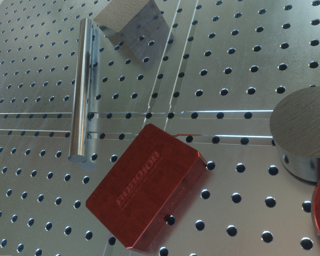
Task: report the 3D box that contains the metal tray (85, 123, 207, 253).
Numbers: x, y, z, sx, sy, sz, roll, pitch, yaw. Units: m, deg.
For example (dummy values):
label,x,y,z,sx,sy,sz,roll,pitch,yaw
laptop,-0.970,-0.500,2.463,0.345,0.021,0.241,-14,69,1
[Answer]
label,x,y,z,sx,sy,sz,roll,pitch,yaw
metal tray,-0.018,0.067,0.372,0.090,0.030,0.130,30,78,37

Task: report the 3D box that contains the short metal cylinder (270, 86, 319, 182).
label,x,y,z,sx,sy,sz,roll,pitch,yaw
short metal cylinder,0.154,0.006,0.303,0.080,0.050,0.080,-16,49,21

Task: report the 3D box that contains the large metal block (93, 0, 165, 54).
label,x,y,z,sx,sy,sz,roll,pitch,yaw
large metal block,-0.053,-0.186,0.532,0.080,0.050,0.080,-48,52,-6

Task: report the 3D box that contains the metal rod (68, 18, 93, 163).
label,x,y,z,sx,sy,sz,roll,pitch,yaw
metal rod,-0.131,-0.080,0.523,0.025,0.025,0.299,-18,55,17

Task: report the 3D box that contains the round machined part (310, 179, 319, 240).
label,x,y,z,sx,sy,sz,roll,pitch,yaw
round machined part,0.177,0.071,0.252,0.098,0.042,0.098,-6,72,18
